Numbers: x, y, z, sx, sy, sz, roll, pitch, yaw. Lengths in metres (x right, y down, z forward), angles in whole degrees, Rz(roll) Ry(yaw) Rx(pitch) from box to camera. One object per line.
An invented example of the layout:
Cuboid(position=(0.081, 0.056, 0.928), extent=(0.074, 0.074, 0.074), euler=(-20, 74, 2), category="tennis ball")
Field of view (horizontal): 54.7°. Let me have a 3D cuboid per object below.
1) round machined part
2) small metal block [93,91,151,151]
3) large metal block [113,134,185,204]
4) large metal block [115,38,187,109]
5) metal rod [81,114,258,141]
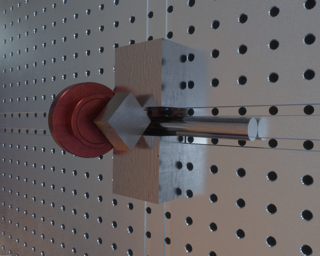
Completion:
Cuboid(position=(-0.087, -0.010, 0.396), extent=(0.042, 0.099, 0.097), euler=(7, 95, 54), category="round machined part")
Cuboid(position=(-0.044, -0.008, 0.372), extent=(0.025, 0.050, 0.050), euler=(1, 47, 40), category="small metal block")
Cuboid(position=(-0.016, 0.048, 0.406), extent=(0.080, 0.050, 0.079), euler=(2, 91, 40), category="large metal block")
Cuboid(position=(-0.013, -0.066, 0.404), extent=(0.080, 0.050, 0.079), euler=(1, 91, 40), category="large metal block")
Cuboid(position=(-0.017, -0.004, 0.423), extent=(0.300, 0.025, 0.025), euler=(3, 92, 40), category="metal rod")
